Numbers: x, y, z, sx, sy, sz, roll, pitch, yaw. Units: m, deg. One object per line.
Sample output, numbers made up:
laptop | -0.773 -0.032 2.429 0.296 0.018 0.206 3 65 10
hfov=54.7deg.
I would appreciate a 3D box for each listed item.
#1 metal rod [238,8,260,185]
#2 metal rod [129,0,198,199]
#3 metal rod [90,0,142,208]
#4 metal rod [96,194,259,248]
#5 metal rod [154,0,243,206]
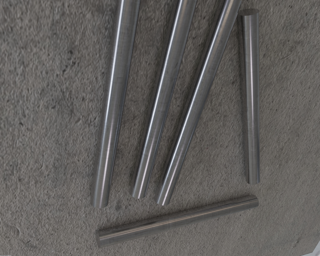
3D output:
metal rod | 0.137 -0.025 0.465 0.025 0.025 0.298 -24 127 -14
metal rod | 0.002 -0.037 0.384 0.025 0.025 0.298 0 119 -29
metal rod | -0.053 -0.030 0.358 0.025 0.025 0.298 -2 119 -28
metal rod | 0.044 0.152 0.524 0.303 0.025 0.025 -6 121 -26
metal rod | 0.043 -0.020 0.417 0.025 0.025 0.298 3 117 -30
